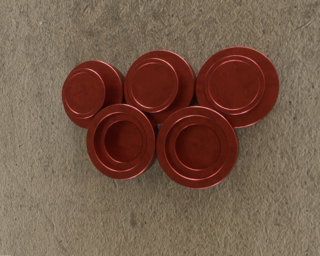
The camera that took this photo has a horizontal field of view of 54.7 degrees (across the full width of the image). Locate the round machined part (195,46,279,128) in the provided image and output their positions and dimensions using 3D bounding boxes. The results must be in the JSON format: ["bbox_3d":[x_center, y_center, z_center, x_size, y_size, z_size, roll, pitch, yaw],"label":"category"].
[{"bbox_3d":[0.090,-0.049,0.369,0.098,0.042,0.097,0,90,19],"label":"round machined part"}]

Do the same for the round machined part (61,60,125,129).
[{"bbox_3d":[-0.097,-0.047,0.434,0.098,0.042,0.097,0,90,19],"label":"round machined part"}]

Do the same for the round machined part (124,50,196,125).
[{"bbox_3d":[-0.003,-0.053,0.402,0.098,0.042,0.097,0,90,19],"label":"round machined part"}]

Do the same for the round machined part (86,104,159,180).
[{"bbox_3d":[-0.045,0.018,0.416,0.098,0.042,0.097,0,90,19],"label":"round machined part"}]

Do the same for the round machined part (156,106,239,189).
[{"bbox_3d":[0.048,0.023,0.384,0.098,0.042,0.097,0,90,19],"label":"round machined part"}]
